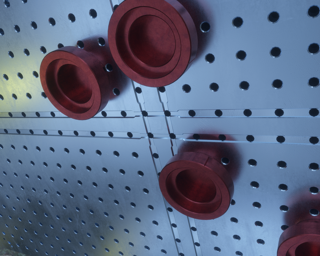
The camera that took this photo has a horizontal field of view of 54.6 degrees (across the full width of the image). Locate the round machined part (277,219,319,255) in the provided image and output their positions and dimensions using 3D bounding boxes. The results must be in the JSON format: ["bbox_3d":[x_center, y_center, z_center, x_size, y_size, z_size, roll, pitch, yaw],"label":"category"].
[{"bbox_3d":[0.201,0.155,0.390,0.098,0.042,0.097,13,124,21],"label":"round machined part"}]

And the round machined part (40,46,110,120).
[{"bbox_3d":[-0.109,-0.063,0.420,0.098,0.042,0.097,13,124,21],"label":"round machined part"}]

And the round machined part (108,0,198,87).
[{"bbox_3d":[-0.005,-0.098,0.343,0.098,0.042,0.097,13,124,21],"label":"round machined part"}]

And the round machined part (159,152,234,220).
[{"bbox_3d":[0.051,0.073,0.418,0.098,0.042,0.097,13,124,21],"label":"round machined part"}]
